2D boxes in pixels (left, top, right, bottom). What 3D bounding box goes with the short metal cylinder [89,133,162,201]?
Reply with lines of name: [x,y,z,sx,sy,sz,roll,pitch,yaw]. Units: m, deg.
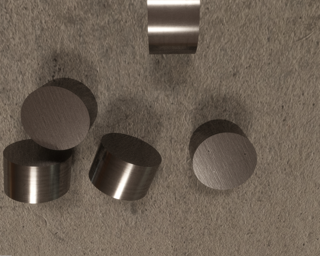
short metal cylinder: [-0.045,0.048,0.398,0.080,0.080,0.050,21,109,-8]

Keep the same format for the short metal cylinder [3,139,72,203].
short metal cylinder: [-0.156,0.052,0.398,0.081,0.080,0.050,8,110,-4]

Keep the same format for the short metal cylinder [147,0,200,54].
short metal cylinder: [0.013,-0.121,0.336,0.050,0.080,0.079,-1,110,0]

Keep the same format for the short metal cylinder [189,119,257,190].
short metal cylinder: [0.081,0.034,0.410,0.081,0.050,0.079,0,110,-1]

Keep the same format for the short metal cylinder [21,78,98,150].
short metal cylinder: [-0.123,-0.019,0.388,0.081,0.050,0.079,0,110,-1]
